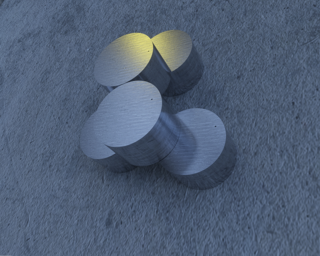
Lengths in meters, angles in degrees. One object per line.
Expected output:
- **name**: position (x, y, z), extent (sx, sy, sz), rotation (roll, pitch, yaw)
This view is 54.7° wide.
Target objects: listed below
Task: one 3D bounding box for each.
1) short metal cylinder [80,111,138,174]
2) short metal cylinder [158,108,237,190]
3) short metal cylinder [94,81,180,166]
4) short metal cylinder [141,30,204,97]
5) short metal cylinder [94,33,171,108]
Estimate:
- **short metal cylinder**: position (-0.057, 0.014, 0.411), extent (0.080, 0.050, 0.080), rotation (-13, 56, 21)
- **short metal cylinder**: position (0.042, 0.024, 0.352), extent (0.080, 0.050, 0.080), rotation (-13, 56, 21)
- **short metal cylinder**: position (-0.024, -0.005, 0.340), extent (0.080, 0.050, 0.080), rotation (-13, 56, 20)
- **short metal cylinder**: position (0.016, -0.091, 0.437), extent (0.080, 0.050, 0.080), rotation (-13, 56, 21)
- **short metal cylinder**: position (-0.034, -0.070, 0.385), extent (0.080, 0.050, 0.080), rotation (-13, 56, 21)
